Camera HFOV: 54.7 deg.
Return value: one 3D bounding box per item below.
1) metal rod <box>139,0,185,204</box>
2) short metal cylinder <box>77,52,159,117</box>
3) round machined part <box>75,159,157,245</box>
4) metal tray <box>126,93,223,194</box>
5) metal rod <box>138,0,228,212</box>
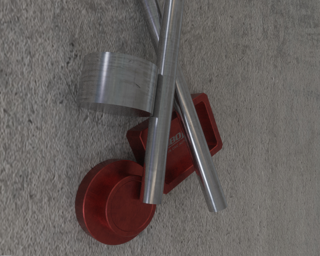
[{"bbox_3d":[0.007,-0.065,0.358,0.025,0.025,0.298,13,81,-39],"label":"metal rod"},{"bbox_3d":[-0.044,-0.043,0.332,0.081,0.080,0.050,12,83,-40],"label":"short metal cylinder"},{"bbox_3d":[-0.043,0.086,0.358,0.099,0.042,0.097,0,90,-40],"label":"round machined part"},{"bbox_3d":[0.026,0.017,0.422,0.131,0.030,0.090,-33,110,-35],"label":"metal tray"},{"bbox_3d":[0.026,-0.040,0.390,0.025,0.025,0.299,-20,91,-38],"label":"metal rod"}]
